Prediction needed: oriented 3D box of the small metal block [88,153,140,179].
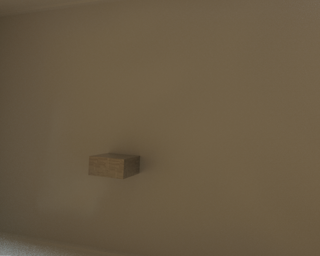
[{"bbox_3d":[-0.060,0.050,0.417,0.050,0.050,0.025,3,91,19],"label":"small metal block"}]
